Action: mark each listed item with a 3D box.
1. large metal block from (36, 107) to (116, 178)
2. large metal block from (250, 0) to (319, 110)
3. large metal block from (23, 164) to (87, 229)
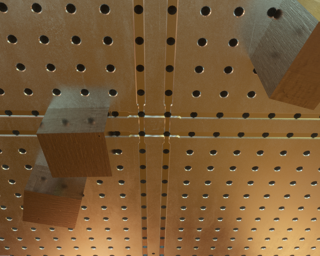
[{"bbox_3d":[-0.106,0.020,0.411,0.081,0.050,0.079,-1,130,0],"label":"large metal block"},{"bbox_3d":[0.141,-0.078,0.311,0.050,0.080,0.079,13,129,-11],"label":"large metal block"},{"bbox_3d":[-0.164,0.109,0.486,0.081,0.050,0.079,13,129,-12],"label":"large metal block"}]
